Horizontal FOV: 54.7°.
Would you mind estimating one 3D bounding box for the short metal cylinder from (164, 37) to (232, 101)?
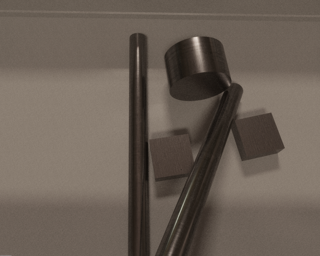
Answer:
[{"bbox_3d":[0.049,-0.075,0.409,0.081,0.080,0.050,-7,70,-3],"label":"short metal cylinder"}]

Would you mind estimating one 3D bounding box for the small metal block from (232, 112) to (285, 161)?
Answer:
[{"bbox_3d":[0.127,0.012,0.407,0.050,0.025,0.050,-12,71,-5],"label":"small metal block"}]

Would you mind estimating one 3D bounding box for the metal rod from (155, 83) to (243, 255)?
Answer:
[{"bbox_3d":[0.048,0.041,0.328,0.025,0.025,0.301,23,46,8],"label":"metal rod"}]

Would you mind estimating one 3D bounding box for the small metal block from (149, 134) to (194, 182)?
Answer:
[{"bbox_3d":[0.015,0.038,0.396,0.050,0.025,0.050,-8,70,-4],"label":"small metal block"}]

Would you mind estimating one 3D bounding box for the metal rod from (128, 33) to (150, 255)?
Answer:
[{"bbox_3d":[-0.028,0.008,0.406,0.025,0.025,0.299,-1,70,-1],"label":"metal rod"}]
